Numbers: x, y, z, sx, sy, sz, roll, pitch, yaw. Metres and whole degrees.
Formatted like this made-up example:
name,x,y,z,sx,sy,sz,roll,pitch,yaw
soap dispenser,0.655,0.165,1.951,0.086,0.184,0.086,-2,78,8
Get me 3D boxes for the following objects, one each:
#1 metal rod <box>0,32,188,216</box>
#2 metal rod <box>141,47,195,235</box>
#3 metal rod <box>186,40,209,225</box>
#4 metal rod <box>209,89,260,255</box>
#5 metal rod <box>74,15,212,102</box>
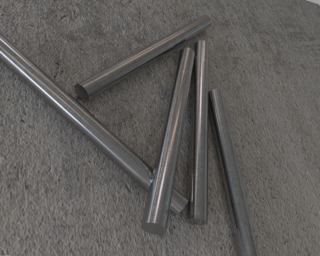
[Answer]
name,x,y,z,sx,sy,sz,roll,pitch,yaw
metal rod,-0.088,-0.007,0.360,0.300,0.025,0.025,42,51,0
metal rod,0.019,-0.011,0.399,0.025,0.025,0.300,25,46,-13
metal rod,0.056,-0.015,0.442,0.025,0.025,0.300,19,54,-18
metal rod,0.098,0.077,0.408,0.025,0.025,0.299,9,58,-24
metal rod,-0.006,-0.118,0.472,0.025,0.025,0.302,47,51,4
